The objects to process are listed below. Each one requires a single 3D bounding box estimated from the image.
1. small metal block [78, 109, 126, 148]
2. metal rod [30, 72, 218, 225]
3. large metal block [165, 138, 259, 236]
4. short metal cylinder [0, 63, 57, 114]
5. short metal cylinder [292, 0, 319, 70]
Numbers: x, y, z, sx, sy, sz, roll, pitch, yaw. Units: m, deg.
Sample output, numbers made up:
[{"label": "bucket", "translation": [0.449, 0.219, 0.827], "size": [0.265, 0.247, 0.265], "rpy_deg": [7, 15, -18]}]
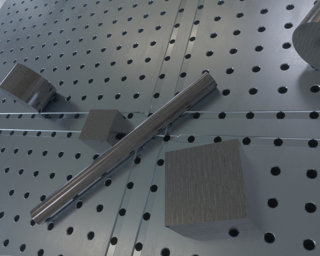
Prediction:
[{"label": "small metal block", "translation": [-0.084, 0.001, 0.452], "size": [0.050, 0.025, 0.050], "rpy_deg": [2, 63, 29]}, {"label": "metal rod", "translation": [-0.049, 0.028, 0.416], "size": [0.300, 0.025, 0.025], "rpy_deg": [-38, 51, 2]}, {"label": "large metal block", "translation": [0.052, 0.064, 0.325], "size": [0.080, 0.050, 0.080], "rpy_deg": [-13, 56, 21]}, {"label": "short metal cylinder", "translation": [-0.228, -0.067, 0.534], "size": [0.080, 0.080, 0.050], "rpy_deg": [21, 73, 35]}, {"label": "short metal cylinder", "translation": [0.194, -0.102, 0.334], "size": [0.080, 0.080, 0.050], "rpy_deg": [33, 80, 38]}]
